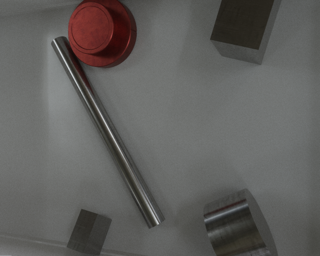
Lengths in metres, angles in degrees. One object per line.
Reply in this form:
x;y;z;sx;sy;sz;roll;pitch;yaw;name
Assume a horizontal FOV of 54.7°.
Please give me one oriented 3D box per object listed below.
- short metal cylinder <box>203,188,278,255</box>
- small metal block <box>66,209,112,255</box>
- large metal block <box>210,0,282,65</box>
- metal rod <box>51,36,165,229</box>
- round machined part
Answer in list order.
0.091;0.115;0.349;0.050;0.080;0.080;-27;81;18;short metal cylinder
-0.094;0.142;0.420;0.025;0.050;0.050;11;69;19;small metal block
0.099;-0.122;0.346;0.050;0.080;0.080;18;96;19;large metal block
-0.077;-0.001;0.436;0.025;0.025;0.299;-33;80;17;metal rod
-0.085;-0.133;0.426;0.098;0.042;0.097;2;96;19;round machined part
